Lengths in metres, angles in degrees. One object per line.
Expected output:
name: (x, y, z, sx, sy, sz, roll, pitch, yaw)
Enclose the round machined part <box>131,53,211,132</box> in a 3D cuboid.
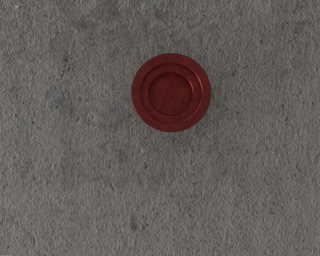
round machined part: (0.014, -0.044, 0.402, 0.099, 0.042, 0.097, 0, 90, 0)
